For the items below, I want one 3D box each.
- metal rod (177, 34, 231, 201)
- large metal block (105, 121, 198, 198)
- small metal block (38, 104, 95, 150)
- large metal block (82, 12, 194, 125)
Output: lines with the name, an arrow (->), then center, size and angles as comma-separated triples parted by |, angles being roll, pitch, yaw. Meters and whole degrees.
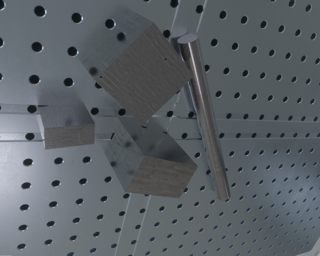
metal rod -> 0.072, 0.006, 0.454 | 0.025, 0.025, 0.299 | -28, 128, -11
large metal block -> -0.013, 0.040, 0.394 | 0.081, 0.080, 0.050 | 16, 110, -35
small metal block -> -0.102, -0.003, 0.337 | 0.050, 0.050, 0.025 | -6, 121, -26
large metal block -> -0.023, -0.064, 0.343 | 0.080, 0.050, 0.080 | -44, 130, 2
